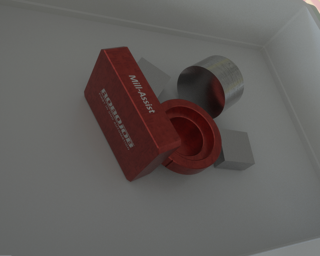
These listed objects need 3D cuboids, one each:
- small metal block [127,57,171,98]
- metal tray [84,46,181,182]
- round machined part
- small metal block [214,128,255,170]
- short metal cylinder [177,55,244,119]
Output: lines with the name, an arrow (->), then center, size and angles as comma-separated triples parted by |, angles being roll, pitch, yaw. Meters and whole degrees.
small metal block -> -0.020, -0.063, 0.433 | 0.050, 0.025, 0.050 | 34, 52, -5
metal tray -> -0.037, -0.014, 0.352 | 0.030, 0.090, 0.130 | -19, 72, -35
round machined part -> 0.026, 0.015, 0.398 | 0.099, 0.042, 0.098 | 14, 56, -21
small metal block -> 0.102, 0.031, 0.442 | 0.050, 0.025, 0.050 | 8, 58, -23
short metal cylinder -> 0.072, -0.058, 0.445 | 0.050, 0.080, 0.080 | -33, 81, -38
